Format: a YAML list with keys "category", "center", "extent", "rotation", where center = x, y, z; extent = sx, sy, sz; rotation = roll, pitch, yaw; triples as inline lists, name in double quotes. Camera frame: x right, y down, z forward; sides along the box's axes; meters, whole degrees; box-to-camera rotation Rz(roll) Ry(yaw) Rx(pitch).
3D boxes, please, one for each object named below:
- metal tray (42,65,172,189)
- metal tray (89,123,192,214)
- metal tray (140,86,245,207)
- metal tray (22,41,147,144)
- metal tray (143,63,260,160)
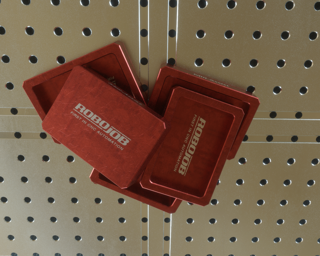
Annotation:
- category: "metal tray"
  center: [-0.064, -0.003, 0.366]
  extent: [0.130, 0.030, 0.090]
  rotation: [34, 100, 11]
- category: "metal tray"
  center: [-0.019, 0.055, 0.431]
  extent: [0.131, 0.030, 0.090]
  rotation: [25, 108, -9]
- category: "metal tray"
  center: [0.037, 0.022, 0.386]
  extent: [0.090, 0.030, 0.129]
  rotation: [19, 97, -7]
- category: "metal tray"
  center: [-0.092, -0.044, 0.394]
  extent: [0.130, 0.030, 0.090]
  rotation: [-21, 109, 8]
- category: "metal tray"
  center: [0.049, -0.020, 0.402]
  extent: [0.131, 0.030, 0.089]
  rotation: [18, 109, -6]
